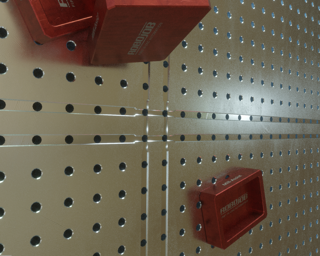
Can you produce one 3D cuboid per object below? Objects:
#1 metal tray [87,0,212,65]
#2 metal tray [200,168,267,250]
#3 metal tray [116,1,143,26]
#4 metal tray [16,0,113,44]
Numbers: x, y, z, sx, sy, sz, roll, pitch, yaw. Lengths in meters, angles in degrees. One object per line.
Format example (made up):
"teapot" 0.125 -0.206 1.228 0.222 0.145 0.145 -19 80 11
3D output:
"metal tray" -0.019 -0.101 0.309 0.091 0.130 0.030 -8 84 -20
"metal tray" 0.126 0.129 0.514 0.131 0.030 0.089 -17 101 -39
"metal tray" -0.025 -0.159 0.327 0.030 0.130 0.089 3 88 -2
"metal tray" -0.108 -0.162 0.315 0.091 0.030 0.129 -33 110 -35
